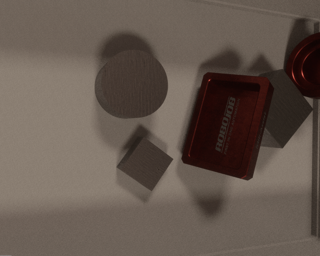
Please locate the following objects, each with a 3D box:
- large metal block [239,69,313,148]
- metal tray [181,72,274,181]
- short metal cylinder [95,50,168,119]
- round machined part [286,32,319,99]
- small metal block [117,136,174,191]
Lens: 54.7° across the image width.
[{"bbox_3d":[0.164,-0.027,0.460,0.080,0.050,0.080,47,75,-15],"label":"large metal block"},{"bbox_3d":[0.089,-0.005,0.410,0.030,0.090,0.129,24,80,-57],"label":"metal tray"},{"bbox_3d":[-0.037,-0.052,0.384,0.081,0.050,0.079,0,90,-21],"label":"short metal cylinder"},{"bbox_3d":[0.247,-0.091,0.468,0.042,0.098,0.097,7,88,-38],"label":"round machined part"},{"bbox_3d":[-0.020,0.046,0.404,0.050,0.025,0.050,38,78,-17],"label":"small metal block"}]
